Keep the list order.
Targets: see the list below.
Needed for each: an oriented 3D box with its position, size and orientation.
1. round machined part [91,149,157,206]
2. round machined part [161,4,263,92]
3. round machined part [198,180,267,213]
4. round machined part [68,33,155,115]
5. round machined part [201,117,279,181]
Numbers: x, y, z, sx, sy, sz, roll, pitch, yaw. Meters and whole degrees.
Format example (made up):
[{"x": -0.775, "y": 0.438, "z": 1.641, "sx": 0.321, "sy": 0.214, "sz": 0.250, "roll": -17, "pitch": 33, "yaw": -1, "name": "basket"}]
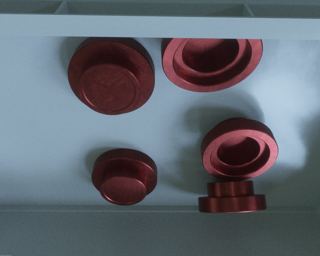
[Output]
[{"x": -0.053, "y": 0.080, "z": 0.465, "sx": 0.099, "sy": 0.042, "sz": 0.097, "roll": 0, "pitch": 130, "yaw": 0, "name": "round machined part"}, {"x": 0.050, "y": -0.084, "z": 0.316, "sx": 0.099, "sy": 0.042, "sz": 0.098, "roll": -2, "pitch": 146, "yaw": -1, "name": "round machined part"}, {"x": 0.106, "y": 0.101, "z": 0.464, "sx": 0.099, "sy": 0.042, "sz": 0.098, "roll": -3, "pitch": 169, "yaw": 0, "name": "round machined part"}, {"x": -0.055, "y": -0.053, "z": 0.352, "sx": 0.099, "sy": 0.042, "sz": 0.097, "roll": 0, "pitch": 130, "yaw": 0, "name": "round machined part"}, {"x": 0.104, "y": 0.024, "z": 0.420, "sx": 0.099, "sy": 0.042, "sz": 0.097, "roll": 0, "pitch": 130, "yaw": 0, "name": "round machined part"}]
